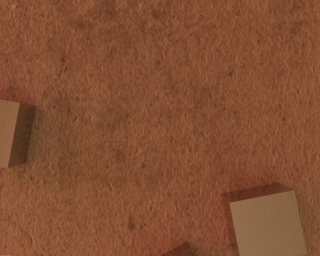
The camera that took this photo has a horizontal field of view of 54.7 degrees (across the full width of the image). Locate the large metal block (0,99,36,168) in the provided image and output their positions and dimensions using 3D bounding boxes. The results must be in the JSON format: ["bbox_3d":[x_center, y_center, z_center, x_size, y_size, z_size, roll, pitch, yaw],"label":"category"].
[{"bbox_3d":[-0.215,0.002,0.395,0.080,0.050,0.080,10,90,-1],"label":"large metal block"}]

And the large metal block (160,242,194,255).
[{"bbox_3d":[0.020,0.210,0.398,0.080,0.050,0.080,-28,90,0],"label":"large metal block"}]

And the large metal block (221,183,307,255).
[{"bbox_3d":[0.131,0.122,0.399,0.080,0.050,0.080,-11,90,-1],"label":"large metal block"}]
